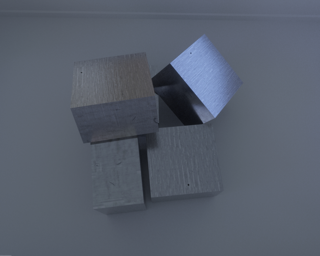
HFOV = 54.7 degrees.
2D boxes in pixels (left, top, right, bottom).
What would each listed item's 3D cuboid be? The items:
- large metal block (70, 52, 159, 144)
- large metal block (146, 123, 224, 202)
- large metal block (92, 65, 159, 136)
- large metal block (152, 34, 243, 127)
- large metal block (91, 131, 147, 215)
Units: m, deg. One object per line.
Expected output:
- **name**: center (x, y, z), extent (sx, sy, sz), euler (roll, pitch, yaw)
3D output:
- **large metal block**: center (-0.048, -0.035, 0.338), extent (0.081, 0.050, 0.080), euler (-9, 45, -3)
- **large metal block**: center (0.026, 0.044, 0.377), extent (0.081, 0.050, 0.080), euler (-5, 70, -2)
- **large metal block**: center (-0.042, -0.034, 0.407), extent (0.081, 0.050, 0.080), euler (-1, 70, -1)
- **large metal block**: center (0.046, -0.057, 0.389), extent (0.080, 0.050, 0.080), euler (50, 54, -8)
- **large metal block**: center (-0.046, 0.054, 0.359), extent (0.050, 0.080, 0.080), euler (-6, 70, -3)
